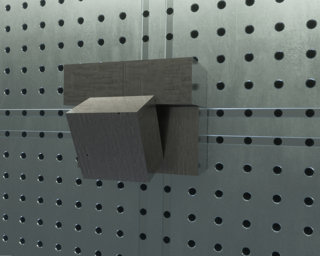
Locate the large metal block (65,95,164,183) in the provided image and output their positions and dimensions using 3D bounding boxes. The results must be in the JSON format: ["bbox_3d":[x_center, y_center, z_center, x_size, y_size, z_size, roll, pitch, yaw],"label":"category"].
[{"bbox_3d":[-0.047,0.011,0.344,0.080,0.050,0.079,0,114,19],"label":"large metal block"}]

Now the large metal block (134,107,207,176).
[{"bbox_3d":[0.015,0.014,0.391,0.080,0.050,0.079,1,90,19],"label":"large metal block"}]

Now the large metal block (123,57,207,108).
[{"bbox_3d":[0.009,-0.051,0.378,0.080,0.080,0.050,1,91,19],"label":"large metal block"}]

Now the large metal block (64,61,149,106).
[{"bbox_3d":[-0.067,-0.052,0.405,0.080,0.080,0.050,1,91,19],"label":"large metal block"}]

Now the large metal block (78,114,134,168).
[{"bbox_3d":[-0.062,0.013,0.418,0.080,0.050,0.079,1,90,19],"label":"large metal block"}]
